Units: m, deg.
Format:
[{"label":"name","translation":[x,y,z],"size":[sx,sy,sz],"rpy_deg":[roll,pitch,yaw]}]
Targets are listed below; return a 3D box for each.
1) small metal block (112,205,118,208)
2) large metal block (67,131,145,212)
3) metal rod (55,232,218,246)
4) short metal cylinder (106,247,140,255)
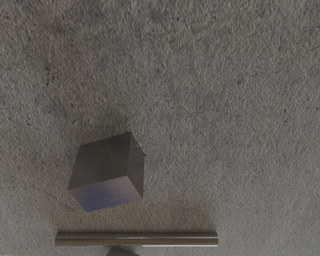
[{"label":"small metal block","translation":[-0.059,0.084,0.461],"size":[0.050,0.050,0.025],"rpy_deg":[-32,124,24]},{"label":"large metal block","translation":[-0.069,0.059,0.420],"size":[0.080,0.080,0.050],"rpy_deg":[-16,129,12]},{"label":"metal rod","translation":[-0.043,0.210,0.585],"size":[0.302,0.025,0.025],"rpy_deg":[0,130,-1]},{"label":"short metal cylinder","translation":[-0.078,0.283,0.611],"size":[0.050,0.080,0.080],"rpy_deg":[29,124,-23]}]
